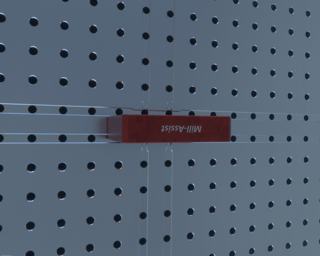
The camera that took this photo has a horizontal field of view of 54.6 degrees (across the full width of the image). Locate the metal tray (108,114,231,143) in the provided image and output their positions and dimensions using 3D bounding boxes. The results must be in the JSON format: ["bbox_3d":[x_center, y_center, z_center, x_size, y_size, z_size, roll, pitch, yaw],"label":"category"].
[{"bbox_3d":[0.009,0.001,0.381,0.131,0.090,0.030,0,90,-20],"label":"metal tray"}]
